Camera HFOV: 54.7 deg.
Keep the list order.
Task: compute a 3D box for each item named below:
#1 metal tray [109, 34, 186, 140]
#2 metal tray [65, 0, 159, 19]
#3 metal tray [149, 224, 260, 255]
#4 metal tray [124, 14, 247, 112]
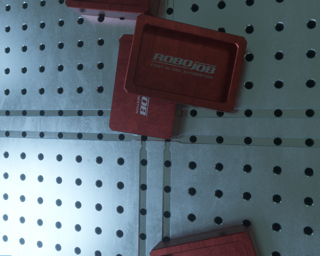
[{"bbox_3d":[-0.014,-0.055,0.414,0.090,0.030,0.129,9,93,19],"label":"metal tray"},{"bbox_3d":[-0.063,-0.203,0.430,0.130,0.030,0.089,12,94,19],"label":"metal tray"},{"bbox_3d":[0.061,0.181,0.387,0.130,0.030,0.090,-19,84,18],"label":"metal tray"},{"bbox_3d":[0.029,-0.074,0.368,0.131,0.030,0.089,10,92,-7],"label":"metal tray"}]
